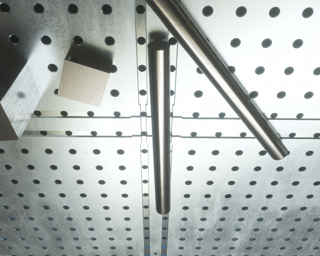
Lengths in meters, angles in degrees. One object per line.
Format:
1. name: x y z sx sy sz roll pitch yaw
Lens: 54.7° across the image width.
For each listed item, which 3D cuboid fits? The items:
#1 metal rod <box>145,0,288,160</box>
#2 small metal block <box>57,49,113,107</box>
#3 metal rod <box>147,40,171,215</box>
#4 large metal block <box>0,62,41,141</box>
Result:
1. metal rod: 0.077 -0.053 0.366 0.025 0.025 0.300 -31 124 24
2. small metal block: -0.088 -0.057 0.362 0.050 0.025 0.050 16 128 -13
3. metal rod: 0.002 0.024 0.431 0.025 0.025 0.298 -1 130 1
4. large metal block: -0.193 -0.030 0.348 0.080 0.080 0.050 -3 130 3
